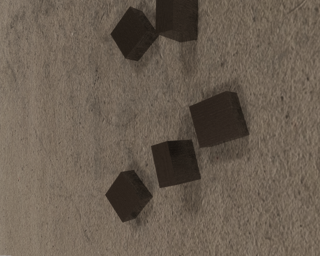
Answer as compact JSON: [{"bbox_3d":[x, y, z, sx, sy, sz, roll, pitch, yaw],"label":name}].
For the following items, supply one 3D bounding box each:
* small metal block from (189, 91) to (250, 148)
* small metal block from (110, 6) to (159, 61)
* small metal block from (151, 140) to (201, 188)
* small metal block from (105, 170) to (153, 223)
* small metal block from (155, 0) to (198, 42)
[{"bbox_3d":[0.066,-0.009,0.349,0.050,0.025,0.050,-22,76,37],"label":"small metal block"},{"bbox_3d":[-0.036,-0.131,0.433,0.050,0.025,0.050,-45,64,30],"label":"small metal block"},{"bbox_3d":[0.020,0.042,0.371,0.025,0.050,0.050,-20,78,38],"label":"small metal block"},{"bbox_3d":[-0.045,0.096,0.440,0.050,0.025,0.050,50,119,28],"label":"small metal block"},{"bbox_3d":[0.021,-0.134,0.370,0.025,0.050,0.050,2,91,40],"label":"small metal block"}]
